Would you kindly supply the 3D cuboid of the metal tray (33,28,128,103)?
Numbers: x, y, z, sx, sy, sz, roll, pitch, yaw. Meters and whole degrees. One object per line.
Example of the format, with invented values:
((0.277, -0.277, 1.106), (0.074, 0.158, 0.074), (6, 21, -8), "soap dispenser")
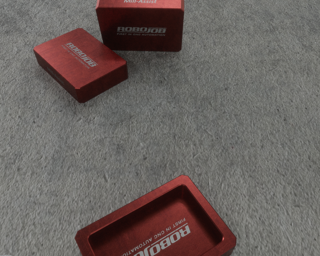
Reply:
((-0.124, -0.102, 0.485), (0.091, 0.030, 0.130), (-35, 58, -26), "metal tray")

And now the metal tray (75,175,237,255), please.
((-0.004, 0.113, 0.304), (0.131, 0.030, 0.090), (-25, 55, -20), "metal tray")

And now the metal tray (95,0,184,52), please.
((-0.029, -0.166, 0.497), (0.131, 0.090, 0.030), (1, 61, 1), "metal tray")
